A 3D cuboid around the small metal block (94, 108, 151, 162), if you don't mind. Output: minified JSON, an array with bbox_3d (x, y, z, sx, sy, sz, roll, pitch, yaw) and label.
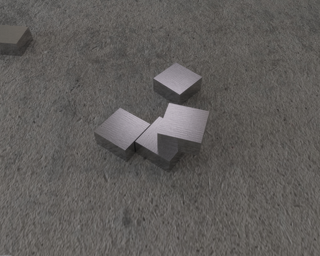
[{"bbox_3d":[-0.047,0.008,0.396,0.050,0.025,0.050,29,56,22],"label":"small metal block"}]

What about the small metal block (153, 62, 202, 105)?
[{"bbox_3d":[0.026,-0.065,0.458,0.050,0.025,0.050,35,58,26],"label":"small metal block"}]

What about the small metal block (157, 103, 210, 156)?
[{"bbox_3d":[0.028,0.001,0.370,0.050,0.025,0.050,13,51,10],"label":"small metal block"}]

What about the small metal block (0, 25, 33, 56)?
[{"bbox_3d":[-0.254,-0.149,0.527,0.050,0.025,0.050,6,50,4],"label":"small metal block"}]

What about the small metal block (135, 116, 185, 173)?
[{"bbox_3d":[0.005,0.020,0.386,0.050,0.025,0.050,29,56,22],"label":"small metal block"}]
